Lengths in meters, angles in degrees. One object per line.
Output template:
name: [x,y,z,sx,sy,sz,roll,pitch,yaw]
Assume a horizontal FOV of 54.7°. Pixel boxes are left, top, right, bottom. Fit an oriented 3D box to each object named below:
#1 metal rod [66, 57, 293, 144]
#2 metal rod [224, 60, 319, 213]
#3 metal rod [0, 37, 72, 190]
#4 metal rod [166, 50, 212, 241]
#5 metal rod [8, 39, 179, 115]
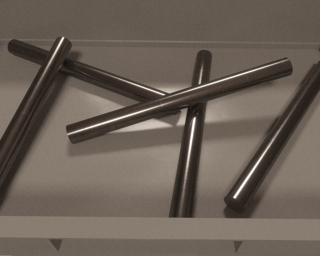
metal rod: [0.028,-0.037,0.407,0.302,0.025,0.025,-18,52,-4]
metal rod: [0.172,-0.008,0.414,0.025,0.025,0.301,31,56,23]
metal rod: [-0.174,-0.009,0.392,0.025,0.025,0.300,8,56,6]
metal rod: [0.045,-0.004,0.408,0.025,0.025,0.300,8,50,6]
metal rod: [-0.109,-0.083,0.473,0.301,0.025,0.025,21,53,16]
